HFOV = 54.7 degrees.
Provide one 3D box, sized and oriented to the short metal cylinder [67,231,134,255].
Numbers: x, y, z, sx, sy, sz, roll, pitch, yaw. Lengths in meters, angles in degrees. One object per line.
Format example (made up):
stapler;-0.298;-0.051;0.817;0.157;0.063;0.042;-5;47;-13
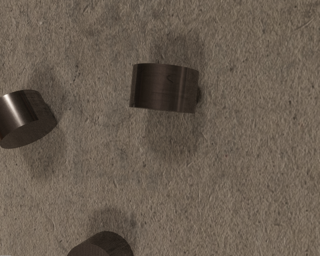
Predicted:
short metal cylinder;-0.082;0.189;0.423;0.080;0.050;0.079;0;90;19

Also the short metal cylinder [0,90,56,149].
short metal cylinder;-0.200;-0.012;0.449;0.080;0.080;0.050;-35;79;16

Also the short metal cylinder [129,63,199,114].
short metal cylinder;0.005;-0.046;0.377;0.080;0.080;0.050;7;92;19
